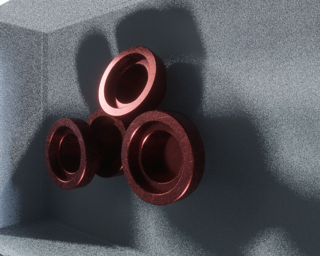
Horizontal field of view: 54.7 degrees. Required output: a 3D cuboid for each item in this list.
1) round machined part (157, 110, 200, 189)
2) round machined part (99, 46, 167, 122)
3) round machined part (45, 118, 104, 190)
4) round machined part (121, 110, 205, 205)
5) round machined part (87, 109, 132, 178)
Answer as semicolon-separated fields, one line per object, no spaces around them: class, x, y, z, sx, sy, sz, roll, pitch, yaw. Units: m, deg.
round machined part;0.012;0.027;0.385;0.098;0.042;0.097;0;90;40
round machined part;-0.031;-0.054;0.407;0.098;0.042;0.098;-15;63;33
round machined part;-0.117;0.035;0.436;0.098;0.042;0.097;0;90;40
round machined part;0.007;0.030;0.334;0.098;0.042;0.097;0;90;40
round machined part;-0.065;0.021;0.448;0.098;0.042;0.097;0;90;40
